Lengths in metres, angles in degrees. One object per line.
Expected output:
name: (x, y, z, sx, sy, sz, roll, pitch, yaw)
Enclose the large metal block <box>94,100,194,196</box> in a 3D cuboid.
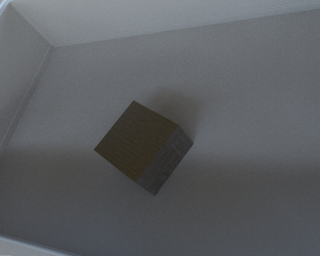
large metal block: (-0.020, 0.023, 0.385, 0.080, 0.050, 0.080, 30, 78, 37)
